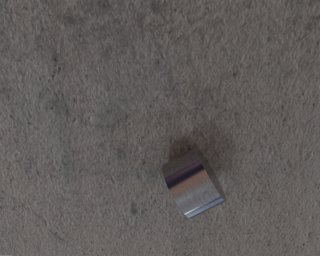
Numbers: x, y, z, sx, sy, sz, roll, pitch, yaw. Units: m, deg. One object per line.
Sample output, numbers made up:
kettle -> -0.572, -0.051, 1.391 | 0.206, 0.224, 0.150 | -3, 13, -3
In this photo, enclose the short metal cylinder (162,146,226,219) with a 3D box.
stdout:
short metal cylinder -> 0.045, 0.071, 0.407 | 0.050, 0.080, 0.080 | -30, 108, 10
